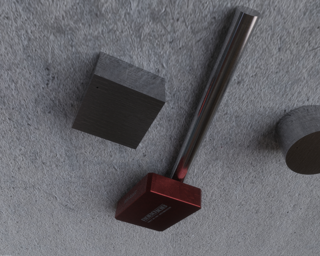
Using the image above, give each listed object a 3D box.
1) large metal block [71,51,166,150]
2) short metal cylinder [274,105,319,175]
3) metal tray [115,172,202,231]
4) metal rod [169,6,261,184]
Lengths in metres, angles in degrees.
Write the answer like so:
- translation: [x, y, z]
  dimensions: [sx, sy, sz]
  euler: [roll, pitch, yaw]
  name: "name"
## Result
- translation: [-0.048, -0.030, 0.365]
  dimensions: [0.080, 0.050, 0.079]
  euler: [21, 127, -17]
  name: "large metal block"
- translation: [0.199, 0.016, 0.408]
  dimensions: [0.081, 0.050, 0.079]
  euler: [0, 130, 0]
  name: "short metal cylinder"
- translation: [-0.006, 0.122, 0.490]
  dimensions: [0.091, 0.030, 0.129]
  euler: [22, 139, -18]
  name: "metal tray"
- translation: [0.053, -0.006, 0.402]
  dimensions: [0.025, 0.025, 0.298]
  euler: [10, 129, -9]
  name: "metal rod"
